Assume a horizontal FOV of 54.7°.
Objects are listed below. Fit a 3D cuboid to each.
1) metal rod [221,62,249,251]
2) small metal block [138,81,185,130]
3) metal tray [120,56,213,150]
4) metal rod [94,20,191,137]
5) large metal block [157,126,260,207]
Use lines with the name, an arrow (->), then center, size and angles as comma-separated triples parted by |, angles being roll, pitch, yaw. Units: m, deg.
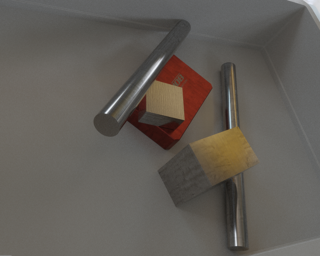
metal rod -> 0.106, 0.020, 0.452 | 0.025, 0.025, 0.300 | 18, 54, -18
small metal block -> 0.001, -0.030, 0.387 | 0.050, 0.025, 0.050 | 12, 56, -22
metal tray -> 0.010, -0.043, 0.436 | 0.090, 0.030, 0.130 | 38, 51, -3
metal rod -> -0.004, -0.084, 0.393 | 0.025, 0.025, 0.301 | 35, 38, -6
large metal block -> 0.057, 0.047, 0.374 | 0.081, 0.080, 0.050 | -17, 71, -35
